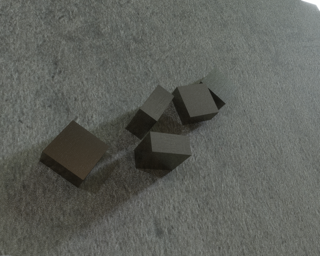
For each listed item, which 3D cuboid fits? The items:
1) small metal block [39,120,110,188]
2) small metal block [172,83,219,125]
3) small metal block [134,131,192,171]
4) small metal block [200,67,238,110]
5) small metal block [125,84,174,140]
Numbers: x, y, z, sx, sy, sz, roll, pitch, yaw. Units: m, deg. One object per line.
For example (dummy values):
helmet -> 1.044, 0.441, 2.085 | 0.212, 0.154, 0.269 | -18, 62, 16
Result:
small metal block -> -0.092, 0.028, 0.338 | 0.050, 0.025, 0.050 | 37, 51, -4
small metal block -> 0.050, -0.035, 0.451 | 0.050, 0.025, 0.050 | -11, 69, -28
small metal block -> 0.002, 0.029, 0.373 | 0.050, 0.050, 0.025 | 7, 59, -25
small metal block -> 0.088, -0.062, 0.491 | 0.050, 0.025, 0.050 | 42, 50, 0
small metal block -> -0.013, -0.020, 0.394 | 0.025, 0.050, 0.050 | 37, 51, -4
